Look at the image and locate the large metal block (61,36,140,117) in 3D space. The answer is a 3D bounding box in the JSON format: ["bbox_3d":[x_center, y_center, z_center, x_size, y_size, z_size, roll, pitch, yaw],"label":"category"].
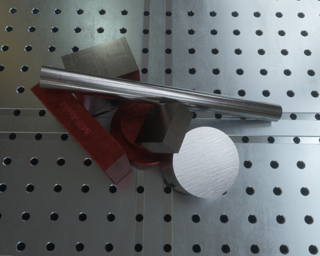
[{"bbox_3d":[-0.071,-0.063,0.403,0.080,0.080,0.050,-20,72,-7],"label":"large metal block"}]

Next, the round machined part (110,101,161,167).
[{"bbox_3d":[-0.016,0.000,0.405,0.099,0.042,0.098,0,70,-1],"label":"round machined part"}]

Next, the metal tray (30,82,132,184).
[{"bbox_3d":[-0.091,0.004,0.374,0.030,0.090,0.130,-42,76,-14],"label":"metal tray"}]

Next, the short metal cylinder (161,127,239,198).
[{"bbox_3d":[0.046,0.041,0.371,0.081,0.050,0.080,2,83,-15],"label":"short metal cylinder"}]

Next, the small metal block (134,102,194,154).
[{"bbox_3d":[0.004,0.001,0.352,0.025,0.050,0.050,37,66,-32],"label":"small metal block"}]

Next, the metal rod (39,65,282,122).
[{"bbox_3d":[0.017,-0.037,0.375,0.302,0.025,0.025,7,69,-19],"label":"metal rod"}]
